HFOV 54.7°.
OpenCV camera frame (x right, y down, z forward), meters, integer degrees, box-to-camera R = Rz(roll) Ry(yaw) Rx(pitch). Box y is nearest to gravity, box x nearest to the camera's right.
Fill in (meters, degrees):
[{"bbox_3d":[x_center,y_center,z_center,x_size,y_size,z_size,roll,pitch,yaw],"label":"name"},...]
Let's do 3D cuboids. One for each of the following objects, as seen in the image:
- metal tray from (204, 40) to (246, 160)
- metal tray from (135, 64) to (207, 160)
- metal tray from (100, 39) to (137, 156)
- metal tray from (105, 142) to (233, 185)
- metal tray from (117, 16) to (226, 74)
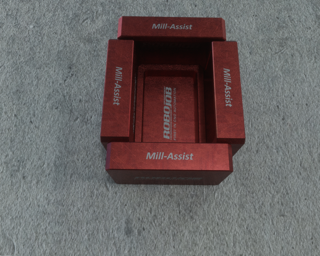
[{"bbox_3d":[0.075,-0.031,0.386,0.030,0.090,0.130,1,70,0],"label":"metal tray"},{"bbox_3d":[0.014,-0.022,0.415,0.091,0.030,0.130,1,70,0],"label":"metal tray"},{"bbox_3d":[-0.047,-0.032,0.385,0.030,0.090,0.130,1,70,0],"label":"metal tray"},{"bbox_3d":[0.010,0.044,0.358,0.131,0.090,0.030,1,70,0],"label":"metal tray"},{"bbox_3d":[0.014,-0.107,0.413,0.131,0.090,0.030,1,70,0],"label":"metal tray"}]
